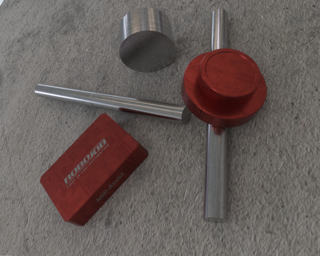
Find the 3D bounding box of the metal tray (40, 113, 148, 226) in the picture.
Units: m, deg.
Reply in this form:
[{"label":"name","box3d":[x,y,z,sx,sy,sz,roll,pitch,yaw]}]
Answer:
[{"label":"metal tray","box3d":[-0.090,0.052,0.416,0.130,0.030,0.090,-47,51,-5]}]

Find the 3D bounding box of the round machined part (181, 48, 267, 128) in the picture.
[{"label":"round machined part","box3d":[0.076,-0.053,0.358,0.099,0.042,0.098,3,62,-5]}]

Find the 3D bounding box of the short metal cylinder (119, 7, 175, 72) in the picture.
[{"label":"short metal cylinder","box3d":[-0.020,-0.128,0.458,0.080,0.080,0.050,-18,55,18]}]

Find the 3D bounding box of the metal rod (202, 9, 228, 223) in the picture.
[{"label":"metal rod","box3d":[0.072,-0.036,0.388,0.025,0.025,0.299,-7,58,24]}]

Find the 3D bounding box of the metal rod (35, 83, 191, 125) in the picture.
[{"label":"metal rod","box3d":[-0.090,-0.042,0.476,0.300,0.025,0.025,12,68,33]}]
